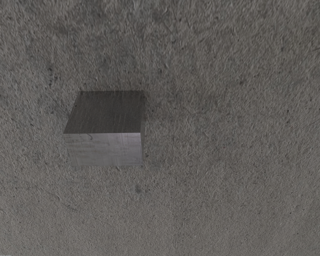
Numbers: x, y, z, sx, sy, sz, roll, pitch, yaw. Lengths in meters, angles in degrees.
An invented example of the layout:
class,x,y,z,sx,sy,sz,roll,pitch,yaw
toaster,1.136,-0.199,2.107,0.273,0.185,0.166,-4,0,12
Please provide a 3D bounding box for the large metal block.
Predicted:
class,x,y,z,sx,sy,sz,roll,pitch,yaw
large metal block,-0.060,-0.001,0.369,0.080,0.080,0.050,-1,130,0
